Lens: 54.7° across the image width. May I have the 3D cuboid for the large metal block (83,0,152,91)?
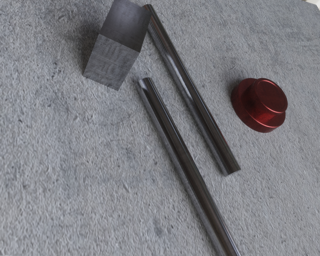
[{"bbox_3d":[-0.056,-0.110,0.407,0.050,0.080,0.080,23,53,-15],"label":"large metal block"}]

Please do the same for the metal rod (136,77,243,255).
[{"bbox_3d":[0.041,0.065,0.387,0.025,0.025,0.299,-14,69,-34],"label":"metal rod"}]

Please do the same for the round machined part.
[{"bbox_3d":[0.171,-0.044,0.515,0.099,0.042,0.098,14,56,-21],"label":"round machined part"}]

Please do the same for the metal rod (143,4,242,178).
[{"bbox_3d":[0.038,-0.067,0.466,0.025,0.025,0.299,-13,69,-34],"label":"metal rod"}]
